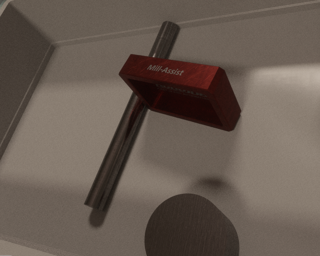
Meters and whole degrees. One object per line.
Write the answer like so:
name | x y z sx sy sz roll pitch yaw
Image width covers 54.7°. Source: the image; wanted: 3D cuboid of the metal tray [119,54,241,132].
metal tray | 0.024 -0.043 0.376 0.130 0.090 0.030 17 71 34

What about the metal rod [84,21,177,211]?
metal rod | -0.034 -0.031 0.440 0.025 0.025 0.300 7 65 31

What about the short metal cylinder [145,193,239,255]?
short metal cylinder | 0.032 0.111 0.304 0.080 0.050 0.080 -13 56 20
